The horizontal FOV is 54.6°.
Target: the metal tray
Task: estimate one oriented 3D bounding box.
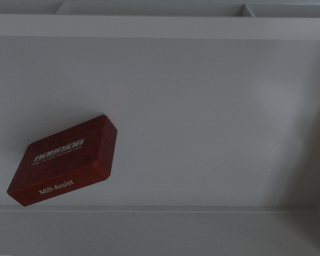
[{"bbox_3d":[-0.122,0.041,0.399,0.130,0.090,0.030,-20,127,16],"label":"metal tray"}]
